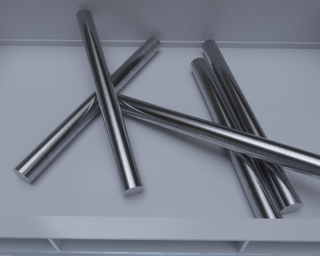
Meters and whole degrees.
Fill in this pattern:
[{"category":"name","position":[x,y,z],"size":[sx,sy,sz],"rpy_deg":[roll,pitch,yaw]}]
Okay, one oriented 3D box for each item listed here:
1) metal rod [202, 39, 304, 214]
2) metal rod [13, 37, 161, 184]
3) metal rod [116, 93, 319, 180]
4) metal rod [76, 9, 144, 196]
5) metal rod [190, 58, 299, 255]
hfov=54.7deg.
[{"category":"metal rod","position":[0.112,-0.026,0.427],"size":[0.025,0.025,0.300],"rpy_deg":[-9,51,-7]},{"category":"metal rod","position":[-0.084,-0.044,0.441],"size":[0.025,0.025,0.301],"rpy_deg":[24,54,19]},{"category":"metal rod","position":[0.064,0.006,0.373],"size":[0.300,0.025,0.025],"rpy_deg":[19,52,25]},{"category":"metal rod","position":[-0.075,-0.053,0.417],"size":[0.025,0.025,0.299],"rpy_deg":[-14,61,-11]},{"category":"metal rod","position":[0.092,0.011,0.396],"size":[0.025,0.025,0.300],"rpy_deg":[-9,51,-8]}]
